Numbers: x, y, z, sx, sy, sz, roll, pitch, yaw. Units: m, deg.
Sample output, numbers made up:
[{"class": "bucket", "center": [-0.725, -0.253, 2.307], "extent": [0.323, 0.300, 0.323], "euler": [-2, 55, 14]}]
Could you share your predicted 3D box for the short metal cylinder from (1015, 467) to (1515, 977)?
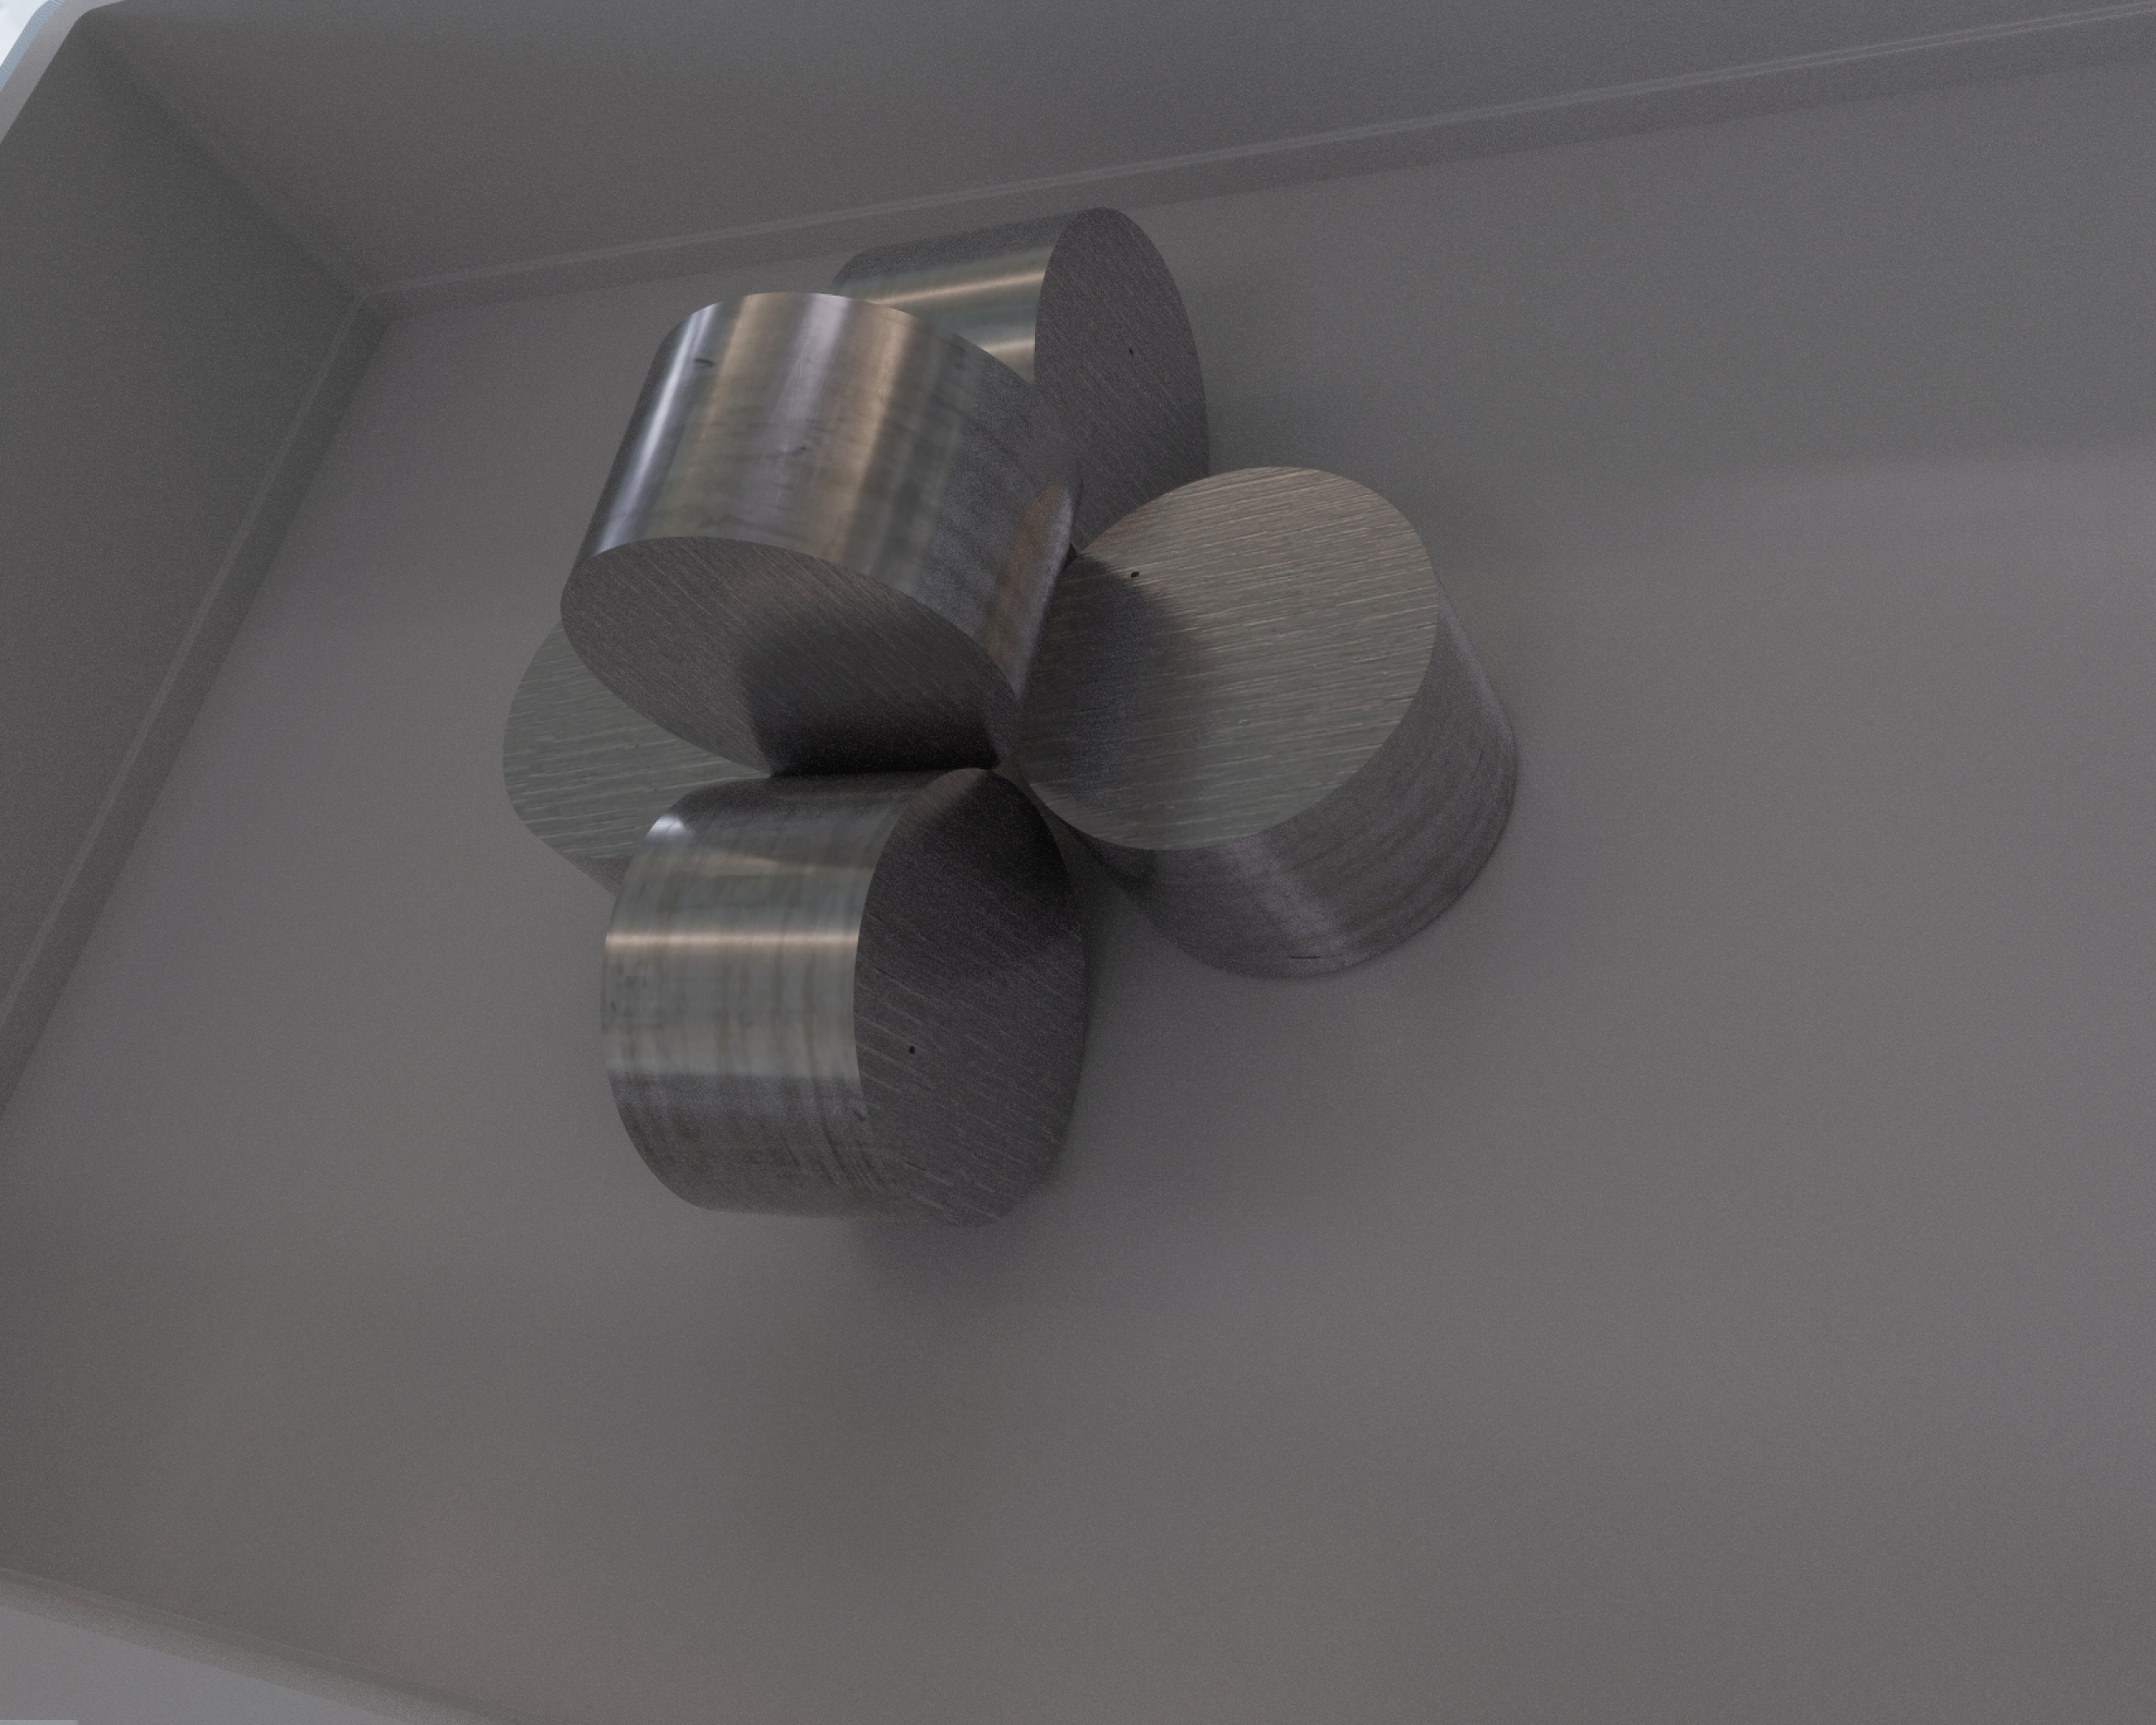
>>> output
[{"class": "short metal cylinder", "center": [0.034, -0.025, 0.384], "extent": [0.080, 0.050, 0.080], "euler": [-13, 56, 21]}]

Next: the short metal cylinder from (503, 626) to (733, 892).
[{"class": "short metal cylinder", "center": [-0.072, -0.024, 0.440], "extent": [0.080, 0.050, 0.080], "euler": [-13, 56, 21]}]

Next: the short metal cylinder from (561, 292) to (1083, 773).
[{"class": "short metal cylinder", "center": [-0.044, -0.054, 0.367], "extent": [0.080, 0.080, 0.050], "euler": [-1, 61, 28]}]

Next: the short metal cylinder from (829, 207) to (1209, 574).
[{"class": "short metal cylinder", "center": [-0.012, -0.090, 0.429], "extent": [0.050, 0.080, 0.080], "euler": [-1, 61, 27]}]

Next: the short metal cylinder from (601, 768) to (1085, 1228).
[{"class": "short metal cylinder", "center": [-0.039, 0.024, 0.374], "extent": [0.050, 0.080, 0.080], "euler": [-1, 61, 27]}]
